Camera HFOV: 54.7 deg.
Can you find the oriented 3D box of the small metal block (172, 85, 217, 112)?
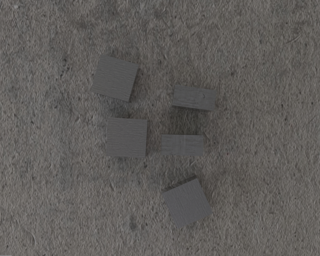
[{"bbox_3d":[0.042,-0.037,0.398,0.050,0.050,0.025,8,90,0],"label":"small metal block"}]

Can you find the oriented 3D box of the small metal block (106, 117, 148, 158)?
[{"bbox_3d":[-0.042,0.013,0.410,0.050,0.025,0.050,3,90,0],"label":"small metal block"}]

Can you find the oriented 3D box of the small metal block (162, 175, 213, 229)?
[{"bbox_3d":[0.035,0.097,0.410,0.050,0.025,0.050,-24,90,0],"label":"small metal block"}]

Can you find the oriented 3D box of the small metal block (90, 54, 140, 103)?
[{"bbox_3d":[-0.058,-0.064,0.409,0.050,0.025,0.050,16,90,0],"label":"small metal block"}]

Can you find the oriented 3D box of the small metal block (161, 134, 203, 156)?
[{"bbox_3d":[0.027,0.021,0.398,0.050,0.050,0.025,1,90,0],"label":"small metal block"}]
